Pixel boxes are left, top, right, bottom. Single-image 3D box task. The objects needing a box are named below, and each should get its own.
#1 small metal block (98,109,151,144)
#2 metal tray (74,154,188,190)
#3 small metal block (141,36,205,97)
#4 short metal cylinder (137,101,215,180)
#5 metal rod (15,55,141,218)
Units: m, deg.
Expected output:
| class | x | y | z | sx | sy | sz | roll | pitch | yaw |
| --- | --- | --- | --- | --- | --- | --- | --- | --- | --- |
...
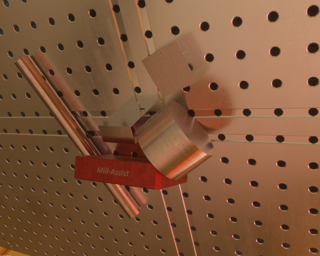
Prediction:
| class | x | y | z | sx | sy | sz | roll | pitch | yaw |
| --- | --- | --- | --- | --- | --- | --- | --- | --- | --- |
| small metal block | -0.045 | -0.003 | 0.417 | 0.050 | 0.050 | 0.025 | 3 | 120 | 27 |
| metal tray | -0.038 | 0.056 | 0.422 | 0.130 | 0.090 | 0.030 | 2 | 88 | 27 |
| small metal block | 0.015 | -0.070 | 0.360 | 0.050 | 0.025 | 0.050 | -21 | 108 | 36 |
| short metal cylinder | 0.019 | 0.014 | 0.367 | 0.050 | 0.080 | 0.080 | -40 | 96 | 20 |
| metal rod | -0.123 | 0.021 | 0.488 | 0.025 | 0.025 | 0.299 | -24 | 106 | 36 |
